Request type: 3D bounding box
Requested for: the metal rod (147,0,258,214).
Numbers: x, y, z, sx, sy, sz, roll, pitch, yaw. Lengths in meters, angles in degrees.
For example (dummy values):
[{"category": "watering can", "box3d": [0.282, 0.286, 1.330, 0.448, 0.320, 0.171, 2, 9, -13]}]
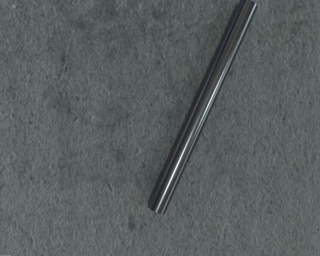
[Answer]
[{"category": "metal rod", "box3d": [0.056, -0.028, 0.410, 0.025, 0.025, 0.299, 24, 90, -1]}]
